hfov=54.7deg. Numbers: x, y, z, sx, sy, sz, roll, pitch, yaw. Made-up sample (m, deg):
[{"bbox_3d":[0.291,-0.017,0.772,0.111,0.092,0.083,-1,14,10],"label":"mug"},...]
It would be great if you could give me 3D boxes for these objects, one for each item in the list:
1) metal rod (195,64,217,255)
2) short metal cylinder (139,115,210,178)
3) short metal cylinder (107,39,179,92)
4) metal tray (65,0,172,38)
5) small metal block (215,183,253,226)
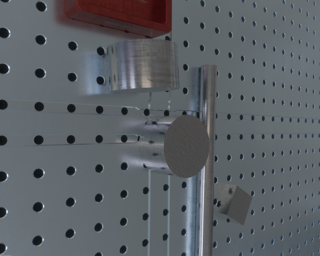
[{"bbox_3d":[0.070,0.055,0.467,0.025,0.025,0.298,3,88,-40],"label":"metal rod"},{"bbox_3d":[0.020,0.023,0.409,0.081,0.050,0.079,0,90,-40],"label":"short metal cylinder"},{"bbox_3d":[-0.019,-0.068,0.357,0.081,0.080,0.050,-6,94,-40],"label":"short metal cylinder"},{"bbox_3d":[-0.044,-0.166,0.368,0.131,0.030,0.089,0,90,-40],"label":"metal tray"},{"bbox_3d":[0.122,0.126,0.512,0.050,0.025,0.050,38,67,-34],"label":"small metal block"}]
